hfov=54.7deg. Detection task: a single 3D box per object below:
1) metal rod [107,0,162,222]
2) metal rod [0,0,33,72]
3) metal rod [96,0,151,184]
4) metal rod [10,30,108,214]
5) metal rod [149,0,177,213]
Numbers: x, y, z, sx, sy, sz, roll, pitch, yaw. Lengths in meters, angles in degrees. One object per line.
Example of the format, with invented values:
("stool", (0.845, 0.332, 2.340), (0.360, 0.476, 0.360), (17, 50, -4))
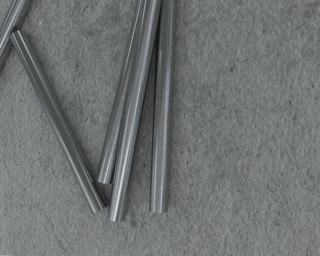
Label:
("metal rod", (-0.035, -0.021, 0.408), (0.025, 0.025, 0.298), (13, 99, 19))
("metal rod", (-0.268, -0.105, 0.501), (0.025, 0.025, 0.299), (33, 100, 16))
("metal rod", (-0.042, -0.070, 0.422), (0.025, 0.025, 0.298), (15, 95, 19))
("metal rod", (-0.153, -0.014, 0.461), (0.025, 0.025, 0.299), (-31, 80, 17))
("metal rod", (0.005, -0.040, 0.406), (0.025, 0.025, 0.298), (3, 91, 19))
